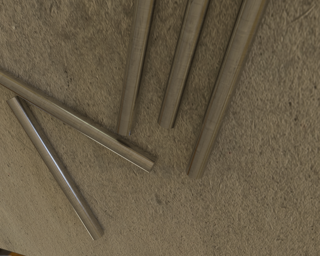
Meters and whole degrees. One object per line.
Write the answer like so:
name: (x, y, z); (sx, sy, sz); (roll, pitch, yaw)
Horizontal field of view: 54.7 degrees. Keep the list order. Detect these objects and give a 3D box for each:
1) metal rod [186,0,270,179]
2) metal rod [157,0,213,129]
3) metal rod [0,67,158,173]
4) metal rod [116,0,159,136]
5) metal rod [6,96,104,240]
metal rod: (0.074, -0.057, 0.332); (0.025, 0.025, 0.298); (23, 127, 14)
metal rod: (0.039, -0.123, 0.309); (0.025, 0.025, 0.298); (24, 127, 13)
metal rod: (-0.139, -0.018, 0.468); (0.301, 0.025, 0.025); (29, 128, 9)
metal rod: (-0.019, -0.113, 0.346); (0.025, 0.025, 0.298); (24, 127, 13)
metal rod: (-0.179, 0.079, 0.549); (0.025, 0.025, 0.299); (-12, 112, 33)
